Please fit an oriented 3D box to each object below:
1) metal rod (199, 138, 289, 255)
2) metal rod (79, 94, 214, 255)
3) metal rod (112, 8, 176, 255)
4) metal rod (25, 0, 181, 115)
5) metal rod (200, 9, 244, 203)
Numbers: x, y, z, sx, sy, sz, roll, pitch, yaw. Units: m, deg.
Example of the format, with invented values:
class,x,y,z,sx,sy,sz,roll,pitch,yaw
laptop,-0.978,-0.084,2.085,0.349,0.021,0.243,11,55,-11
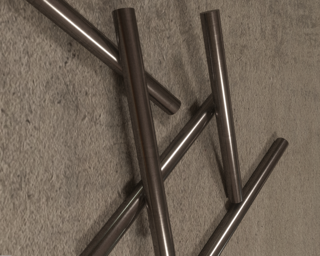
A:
class,x,y,z,sx,sy,sz,roll,pitch,yaw
metal rod,0.150,0.120,0.533,0.301,0.025,0.025,-45,117,-31
metal rod,0.005,0.051,0.411,0.301,0.025,0.025,-49,120,-29
metal rod,-0.016,0.018,0.358,0.025,0.025,0.298,-16,100,-39
metal rod,-0.081,-0.102,0.338,0.301,0.025,0.025,37,67,-34
metal rod,0.095,-0.016,0.455,0.025,0.025,0.298,-32,119,-36
